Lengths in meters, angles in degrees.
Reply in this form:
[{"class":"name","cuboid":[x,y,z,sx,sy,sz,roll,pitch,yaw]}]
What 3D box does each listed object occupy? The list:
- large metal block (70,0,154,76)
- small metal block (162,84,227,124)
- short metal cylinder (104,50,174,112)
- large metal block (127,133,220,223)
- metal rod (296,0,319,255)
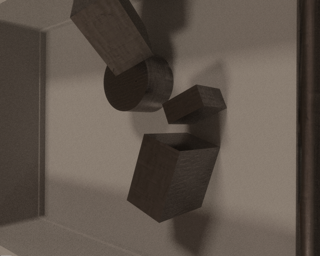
[{"class":"large metal block","cuboid":[-0.054,-0.121,0.356,0.050,0.080,0.080,-27,39,12]},{"class":"small metal block","cuboid":[0.040,-0.025,0.356,0.050,0.050,0.025,-27,73,36]},{"class":"short metal cylinder","cuboid":[-0.029,-0.061,0.413,0.080,0.050,0.079,1,91,39]},{"class":"large metal block","cuboid":[0.017,0.052,0.356,0.050,0.081,0.079,24,105,37]},{"class":"metal rod","cuboid":[0.141,0.025,0.289,0.025,0.025,0.298,0,90,39]}]
